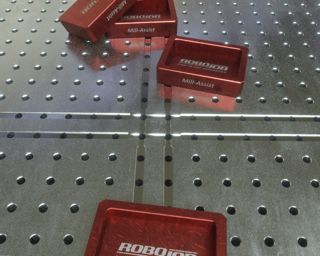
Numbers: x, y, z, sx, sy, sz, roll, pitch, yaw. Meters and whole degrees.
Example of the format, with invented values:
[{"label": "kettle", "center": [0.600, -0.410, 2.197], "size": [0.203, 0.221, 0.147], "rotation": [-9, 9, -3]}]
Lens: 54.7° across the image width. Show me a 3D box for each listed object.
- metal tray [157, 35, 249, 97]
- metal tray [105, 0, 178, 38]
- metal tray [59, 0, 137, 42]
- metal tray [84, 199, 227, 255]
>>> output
[{"label": "metal tray", "center": [0.068, -0.100, 0.489], "size": [0.131, 0.030, 0.090], "rotation": [12, 51, 9]}, {"label": "metal tray", "center": [-0.037, -0.208, 0.578], "size": [0.131, 0.030, 0.090], "rotation": [-3, 50, -4]}, {"label": "metal tray", "center": [-0.105, -0.216, 0.548], "size": [0.090, 0.030, 0.130], "rotation": [28, 72, 36]}, {"label": "metal tray", "center": [-0.004, 0.123, 0.300], "size": [0.131, 0.030, 0.090], "rotation": [6, 50, 4]}]
